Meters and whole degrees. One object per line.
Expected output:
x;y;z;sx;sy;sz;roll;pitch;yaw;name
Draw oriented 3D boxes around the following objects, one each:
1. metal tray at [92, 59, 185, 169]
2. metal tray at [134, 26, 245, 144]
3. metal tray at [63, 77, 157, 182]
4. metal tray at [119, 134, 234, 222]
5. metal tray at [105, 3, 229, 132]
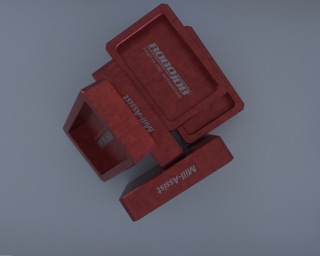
-0.024;-0.015;0.376;0.030;0.090;0.130;-37;90;0;metal tray
0.037;-0.055;0.409;0.090;0.030;0.130;-34;89;1;metal tray
-0.065;0.010;0.358;0.030;0.129;0.090;-37;91;-31;metal tray
0.018;0.055;0.378;0.130;0.090;0.030;-32;90;0;metal tray
0.008;-0.071;0.377;0.090;0.030;0.130;-36;90;0;metal tray
